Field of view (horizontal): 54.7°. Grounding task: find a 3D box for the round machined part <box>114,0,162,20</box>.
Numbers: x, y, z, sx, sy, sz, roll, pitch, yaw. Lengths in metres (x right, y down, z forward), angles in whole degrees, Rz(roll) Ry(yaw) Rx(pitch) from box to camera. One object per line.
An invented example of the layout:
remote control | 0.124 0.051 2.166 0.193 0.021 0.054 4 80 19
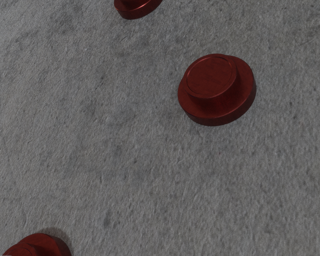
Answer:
round machined part | -0.043 -0.250 0.567 0.098 0.042 0.098 -13 56 20

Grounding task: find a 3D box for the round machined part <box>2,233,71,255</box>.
round machined part | -0.157 0.175 0.366 0.098 0.042 0.098 -13 56 20

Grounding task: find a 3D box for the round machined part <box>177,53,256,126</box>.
round machined part | 0.067 -0.054 0.390 0.098 0.042 0.098 -13 56 20
